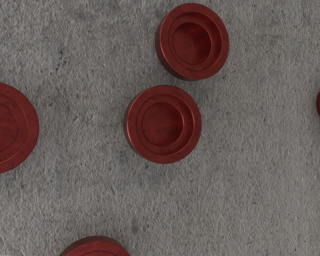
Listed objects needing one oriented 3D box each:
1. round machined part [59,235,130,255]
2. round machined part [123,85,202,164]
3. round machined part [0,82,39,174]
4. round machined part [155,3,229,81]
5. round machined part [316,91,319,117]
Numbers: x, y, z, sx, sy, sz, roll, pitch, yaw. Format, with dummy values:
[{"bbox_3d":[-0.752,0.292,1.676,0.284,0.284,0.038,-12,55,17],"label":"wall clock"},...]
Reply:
[{"bbox_3d":[-0.081,0.177,0.370,0.099,0.042,0.097,0,90,-20],"label":"round machined part"},{"bbox_3d":[0.001,-0.004,0.400,0.099,0.042,0.097,0,90,-20],"label":"round machined part"},{"bbox_3d":[-0.182,0.000,0.333,0.099,0.042,0.097,0,90,-20],"label":"round machined part"},{"bbox_3d":[0.039,-0.111,0.414,0.099,0.042,0.097,0,90,-20],"label":"round machined part"},{"bbox_3d":[0.300,-0.041,0.510,0.099,0.042,0.097,0,90,-20],"label":"round machined part"}]
